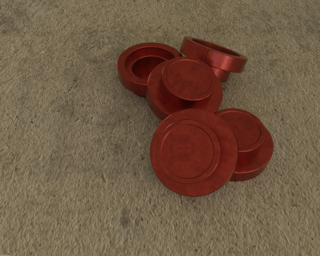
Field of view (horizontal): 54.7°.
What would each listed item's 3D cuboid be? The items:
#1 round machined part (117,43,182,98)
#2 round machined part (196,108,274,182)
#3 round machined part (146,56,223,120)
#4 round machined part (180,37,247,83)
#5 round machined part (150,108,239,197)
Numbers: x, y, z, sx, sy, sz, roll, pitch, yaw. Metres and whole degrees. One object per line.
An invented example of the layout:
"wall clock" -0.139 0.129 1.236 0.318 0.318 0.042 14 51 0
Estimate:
"round machined part" -0.013 -0.082 0.462 0.099 0.042 0.098 0 50 0
"round machined part" 0.091 0.013 0.383 0.099 0.042 0.098 0 50 0
"round machined part" 0.033 -0.052 0.395 0.099 0.042 0.098 4 60 -7
"round machined part" 0.075 -0.100 0.460 0.099 0.042 0.098 16 23 -7
"round machined part" 0.035 0.026 0.339 0.098 0.042 0.097 -2 83 19
